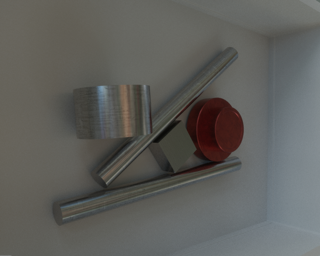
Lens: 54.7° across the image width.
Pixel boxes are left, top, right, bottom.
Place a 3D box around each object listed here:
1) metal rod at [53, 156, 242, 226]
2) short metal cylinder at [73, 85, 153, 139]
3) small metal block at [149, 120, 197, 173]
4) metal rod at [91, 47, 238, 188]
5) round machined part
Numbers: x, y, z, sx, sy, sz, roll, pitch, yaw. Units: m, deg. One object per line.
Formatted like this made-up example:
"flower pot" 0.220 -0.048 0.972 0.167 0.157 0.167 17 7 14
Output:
"metal rod" 0.010 0.073 0.415 0.302 0.025 0.025 -7 95 -40
"short metal cylinder" -0.049 -0.017 0.330 0.081 0.080 0.050 -7 95 -40
"small metal block" 0.017 0.024 0.420 0.050 0.025 0.050 -43 116 -32
"metal rod" 0.024 -0.031 0.427 0.301 0.025 0.025 -44 117 -31
"round machined part" 0.090 0.002 0.470 0.099 0.042 0.097 0 90 -40
